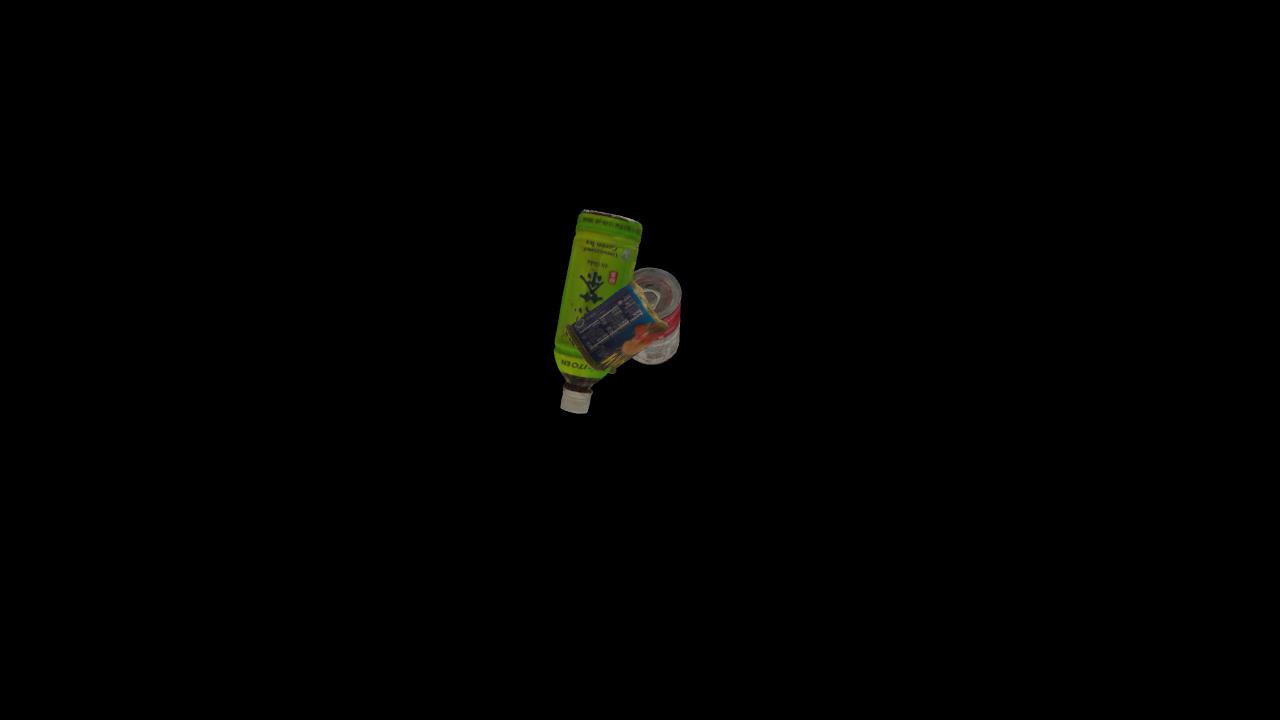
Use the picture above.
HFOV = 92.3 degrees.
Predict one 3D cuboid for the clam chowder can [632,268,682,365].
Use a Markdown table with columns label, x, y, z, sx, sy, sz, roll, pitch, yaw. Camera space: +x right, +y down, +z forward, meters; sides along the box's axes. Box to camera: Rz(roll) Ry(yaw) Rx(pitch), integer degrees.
| label | x | y | z | sx | sy | sz | roll | pitch | yaw |
| --- | --- | --- | --- | --- | --- | --- | --- | --- | --- |
| clam chowder can | 0.012 | -0.046 | 0.688 | 0.068 | 0.068 | 0.102 | 0 | -29 | 3 |

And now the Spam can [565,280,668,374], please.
| label | x | y | z | sx | sy | sz | roll | pitch | yaw |
| --- | --- | --- | --- | --- | --- | --- | --- | --- | --- |
| Spam can | -0.019 | -0.034 | 0.651 | 0.085 | 0.058 | 0.101 | -35 | -10 | 8 |

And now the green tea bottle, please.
| label | x | y | z | sx | sy | sz | roll | pitch | yaw |
| --- | --- | --- | --- | --- | --- | --- | --- | --- | --- |
| green tea bottle | -0.051 | -0.048 | 0.657 | 0.073 | 0.212 | 0.073 | 12 | 8 | -2 |
